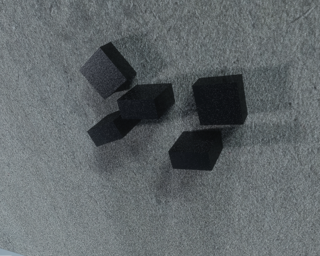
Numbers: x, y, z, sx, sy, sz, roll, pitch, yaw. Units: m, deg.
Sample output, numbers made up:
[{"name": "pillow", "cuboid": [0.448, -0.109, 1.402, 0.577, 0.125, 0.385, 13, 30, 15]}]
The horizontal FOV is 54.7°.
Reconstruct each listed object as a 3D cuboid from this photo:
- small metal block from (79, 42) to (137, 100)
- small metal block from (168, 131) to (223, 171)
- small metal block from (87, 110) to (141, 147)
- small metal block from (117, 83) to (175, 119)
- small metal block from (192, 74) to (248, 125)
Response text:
[{"name": "small metal block", "cuboid": [-0.067, -0.073, 0.397, 0.050, 0.025, 0.050, -34, 100, 38]}, {"name": "small metal block", "cuboid": [0.045, 0.027, 0.384, 0.050, 0.050, 0.025, -1, 118, 29]}, {"name": "small metal block", "cuboid": [-0.062, -0.003, 0.421, 0.050, 0.050, 0.025, -18, 109, 35]}, {"name": "small metal block", "cuboid": [-0.016, -0.033, 0.379, 0.050, 0.050, 0.025, 2, 119, 27]}, {"name": "small metal block", "cuboid": [0.069, -0.031, 0.351, 0.050, 0.025, 0.050, -1, 118, 28]}]
